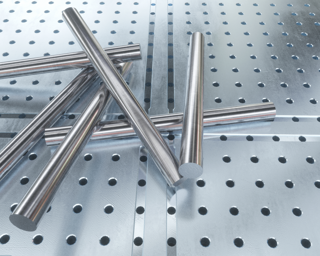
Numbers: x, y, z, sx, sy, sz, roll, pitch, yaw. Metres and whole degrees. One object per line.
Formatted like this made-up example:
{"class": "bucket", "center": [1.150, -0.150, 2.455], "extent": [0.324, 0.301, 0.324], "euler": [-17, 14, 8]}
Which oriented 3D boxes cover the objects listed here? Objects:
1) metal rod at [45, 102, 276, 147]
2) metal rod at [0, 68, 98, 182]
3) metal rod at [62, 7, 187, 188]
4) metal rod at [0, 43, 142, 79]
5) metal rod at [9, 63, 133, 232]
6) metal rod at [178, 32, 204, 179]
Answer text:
{"class": "metal rod", "center": [0.005, -0.006, 0.412], "extent": [0.302, 0.025, 0.025], "euler": [-7, 50, -6]}
{"class": "metal rod", "center": [-0.149, -0.018, 0.422], "extent": [0.025, 0.025, 0.301], "euler": [21, 53, 16]}
{"class": "metal rod", "center": [-0.056, -0.054, 0.405], "extent": [0.025, 0.025, 0.299], "euler": [-26, 67, -20]}
{"class": "metal rod", "center": [-0.178, -0.094, 0.462], "extent": [0.301, 0.025, 0.025], "euler": [-7, 50, 3]}
{"class": "metal rod", "center": [-0.086, -0.011, 0.381], "extent": [0.025, 0.025, 0.301], "euler": [10, 40, 8]}
{"class": "metal rod", "center": [0.048, -0.056, 0.428], "extent": [0.025, 0.025, 0.300], "euler": [5, 42, 4]}
